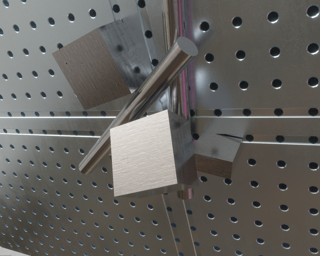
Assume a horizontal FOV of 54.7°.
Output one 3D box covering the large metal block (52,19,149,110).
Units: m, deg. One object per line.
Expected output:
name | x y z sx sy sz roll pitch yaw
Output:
large metal block | -0.072 -0.077 0.385 0.080 0.050 0.080 -15 111 34

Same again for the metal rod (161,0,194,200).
metal rod | 0.024 -0.034 0.377 0.025 0.025 0.298 8 122 24

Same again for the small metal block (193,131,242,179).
small metal block | 0.069 0.032 0.378 0.050 0.050 0.025 12 124 21

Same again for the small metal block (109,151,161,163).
small metal block | -0.034 0.035 0.435 0.050 0.050 0.025 -1 118 29

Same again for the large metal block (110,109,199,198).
large metal block | -0.008 0.033 0.357 0.080 0.050 0.080 -18 68 28

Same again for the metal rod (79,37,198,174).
metal rod | -0.048 -0.007 0.412 0.025 0.025 0.298 44 135 -2
